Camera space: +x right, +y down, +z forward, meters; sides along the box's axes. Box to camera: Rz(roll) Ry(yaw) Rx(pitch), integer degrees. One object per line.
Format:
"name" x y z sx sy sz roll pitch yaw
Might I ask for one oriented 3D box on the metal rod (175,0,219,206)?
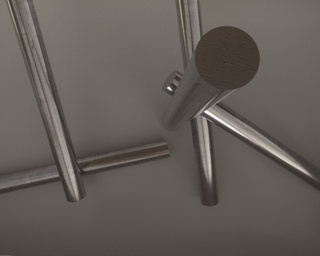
"metal rod" 0.044 -0.039 0.357 0.025 0.025 0.298 -10 113 0

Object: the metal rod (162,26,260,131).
"metal rod" 0.020 -0.018 0.268 0.025 0.300 0.025 0 86 -2

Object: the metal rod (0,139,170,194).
"metal rod" -0.137 0.059 0.409 0.302 0.025 0.025 -12 90 -1

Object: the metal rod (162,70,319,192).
"metal rod" 0.132 0.024 0.368 0.301 0.025 0.025 31 90 -19

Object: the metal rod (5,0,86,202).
"metal rod" -0.129 -0.050 0.342 0.025 0.025 0.298 -9 111 0
